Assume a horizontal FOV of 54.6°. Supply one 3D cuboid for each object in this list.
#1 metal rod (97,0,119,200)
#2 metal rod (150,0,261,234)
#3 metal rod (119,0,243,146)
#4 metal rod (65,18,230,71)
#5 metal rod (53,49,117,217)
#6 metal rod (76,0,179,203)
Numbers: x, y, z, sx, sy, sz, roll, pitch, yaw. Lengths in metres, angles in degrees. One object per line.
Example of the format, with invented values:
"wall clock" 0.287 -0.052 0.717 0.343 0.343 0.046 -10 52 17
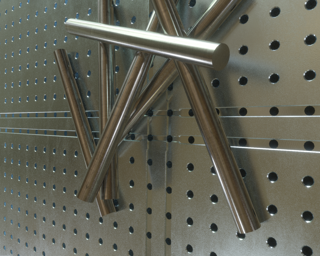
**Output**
"metal rod" -0.076 -0.050 0.448 0.025 0.025 0.299 -14 73 39
"metal rod" 0.045 -0.032 0.349 0.025 0.025 0.299 -25 81 37
"metal rod" -0.001 -0.059 0.411 0.299 0.025 0.025 -48 62 29
"metal rod" -0.041 -0.113 0.388 0.300 0.025 0.025 26 107 44
"metal rod" -0.129 -0.001 0.517 0.025 0.025 0.299 -33 70 35
"metal rod" -0.039 -0.047 0.398 0.025 0.025 0.299 24 91 37
